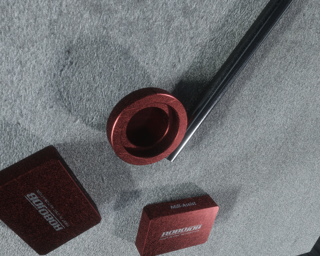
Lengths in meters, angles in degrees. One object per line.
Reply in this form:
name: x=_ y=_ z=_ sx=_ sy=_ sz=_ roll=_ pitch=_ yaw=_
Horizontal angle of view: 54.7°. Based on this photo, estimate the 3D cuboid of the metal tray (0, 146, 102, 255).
metal tray: x=-0.141 y=0.094 z=0.386 sx=0.090 sy=0.030 sz=0.129 roll=-29 pitch=129 yaw=-10

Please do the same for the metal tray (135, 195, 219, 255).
metal tray: x=0.029 y=0.165 z=0.524 sx=0.131 sy=0.030 sz=0.089 roll=-2 pitch=120 yaw=-28

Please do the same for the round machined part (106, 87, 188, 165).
round machined part: x=-0.019 y=-0.006 z=0.383 sx=0.099 sy=0.042 sz=0.097 roll=-14 pitch=125 yaw=-21

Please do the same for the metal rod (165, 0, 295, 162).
metal rod: x=0.095 y=-0.079 z=0.411 sx=0.025 sy=0.025 sz=0.299 roll=28 pitch=103 yaw=-38
